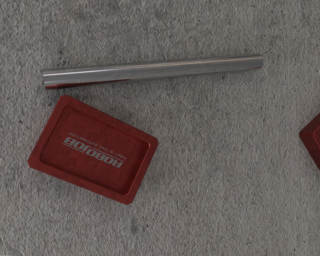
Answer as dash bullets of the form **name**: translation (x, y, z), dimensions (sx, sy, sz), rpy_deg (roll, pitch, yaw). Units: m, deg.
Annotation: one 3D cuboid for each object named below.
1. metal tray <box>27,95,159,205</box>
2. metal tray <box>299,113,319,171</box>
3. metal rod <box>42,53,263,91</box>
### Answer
- **metal tray**: translation (-0.078, 0.028, 0.377), dimensions (0.131, 0.030, 0.090), rpy_deg (27, 81, -18)
- **metal tray**: translation (0.304, 0.006, 0.519), dimensions (0.131, 0.030, 0.090), rpy_deg (-38, 103, -16)
- **metal rod**: translation (0.006, -0.077, 0.411), dimensions (0.302, 0.025, 0.025), rpy_deg (-9, 93, -20)
